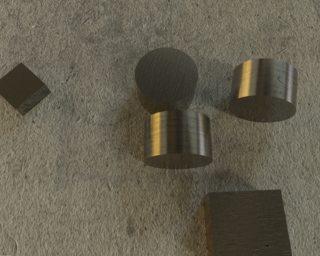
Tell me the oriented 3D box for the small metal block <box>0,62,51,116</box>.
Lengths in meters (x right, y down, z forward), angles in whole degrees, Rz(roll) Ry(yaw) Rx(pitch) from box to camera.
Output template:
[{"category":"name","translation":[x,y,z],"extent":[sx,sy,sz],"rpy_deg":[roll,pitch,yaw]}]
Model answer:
[{"category":"small metal block","translation":[-0.189,-0.053,0.426],"extent":[0.050,0.025,0.050],"rpy_deg":[41,75,13]}]

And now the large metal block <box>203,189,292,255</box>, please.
[{"category":"large metal block","translation":[0.096,0.115,0.353],"extent":[0.081,0.050,0.080],"rpy_deg":[-2,70,-1]}]

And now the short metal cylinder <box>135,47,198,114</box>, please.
[{"category":"short metal cylinder","translation":[0.008,-0.060,0.417],"extent":[0.081,0.050,0.080],"rpy_deg":[0,70,0]}]

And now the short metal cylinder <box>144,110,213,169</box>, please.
[{"category":"short metal cylinder","translation":[0.021,0.017,0.373],"extent":[0.081,0.080,0.050],"rpy_deg":[0,70,0]}]

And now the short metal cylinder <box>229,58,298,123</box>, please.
[{"category":"short metal cylinder","translation":[0.132,-0.045,0.396],"extent":[0.080,0.080,0.050],"rpy_deg":[10,71,3]}]
